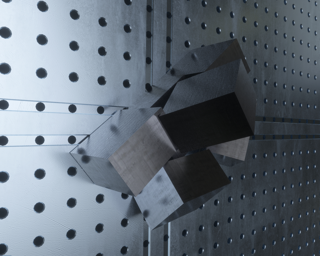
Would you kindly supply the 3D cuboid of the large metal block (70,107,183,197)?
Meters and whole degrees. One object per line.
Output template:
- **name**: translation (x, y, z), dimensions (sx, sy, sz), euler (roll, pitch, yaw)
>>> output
- **large metal block**: translation (-0.037, 0.022, 0.340), dimensions (0.080, 0.080, 0.050), euler (-46, 118, -30)

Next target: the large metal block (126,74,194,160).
- **large metal block**: translation (0.010, -0.011, 0.402), dimensions (0.080, 0.050, 0.080), euler (-47, 118, -30)

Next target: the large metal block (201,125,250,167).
- **large metal block**: translation (0.093, 0.007, 0.441), dimensions (0.050, 0.080, 0.080), euler (15, 77, 3)

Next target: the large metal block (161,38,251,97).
- **large metal block**: translation (0.062, -0.073, 0.424), dimensions (0.080, 0.080, 0.050), euler (-47, 119, -30)

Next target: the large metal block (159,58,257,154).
- **large metal block**: translation (0.056, -0.025, 0.337), dimensions (0.050, 0.080, 0.080), euler (60, 31, -23)

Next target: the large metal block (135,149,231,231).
- **large metal block**: translation (0.026, 0.076, 0.385), dimensions (0.081, 0.080, 0.050), euler (-11, 61, -39)
